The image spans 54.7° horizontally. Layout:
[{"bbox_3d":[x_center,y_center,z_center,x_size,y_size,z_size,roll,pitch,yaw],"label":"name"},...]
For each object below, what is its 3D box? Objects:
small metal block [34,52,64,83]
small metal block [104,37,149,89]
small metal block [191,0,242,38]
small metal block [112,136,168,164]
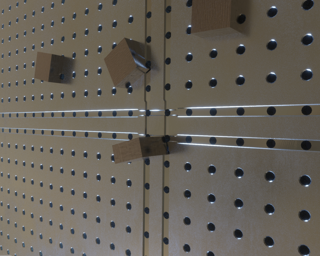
[{"bbox_3d":[-0.207,-0.113,0.576,0.050,0.025,0.050,18,101,38],"label":"small metal block"},{"bbox_3d":[-0.049,-0.093,0.448,0.050,0.025,0.050,-35,68,34],"label":"small metal block"},{"bbox_3d":[0.065,-0.134,0.355,0.050,0.025,0.050,4,93,39],"label":"small metal block"},{"bbox_3d":[-0.026,0.029,0.413,0.050,0.050,0.025,-17,79,38],"label":"small metal block"}]
